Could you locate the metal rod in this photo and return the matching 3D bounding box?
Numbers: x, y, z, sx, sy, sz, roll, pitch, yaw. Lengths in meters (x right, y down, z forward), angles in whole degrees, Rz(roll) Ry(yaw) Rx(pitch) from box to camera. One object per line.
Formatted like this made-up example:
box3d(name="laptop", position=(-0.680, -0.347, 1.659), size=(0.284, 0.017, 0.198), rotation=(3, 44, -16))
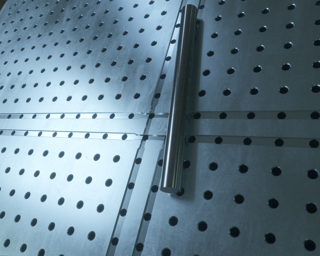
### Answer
box3d(name="metal rod", position=(0.030, -0.059, 0.429), size=(0.025, 0.025, 0.300), rotation=(-7, 59, 25))
